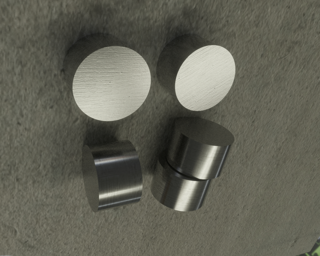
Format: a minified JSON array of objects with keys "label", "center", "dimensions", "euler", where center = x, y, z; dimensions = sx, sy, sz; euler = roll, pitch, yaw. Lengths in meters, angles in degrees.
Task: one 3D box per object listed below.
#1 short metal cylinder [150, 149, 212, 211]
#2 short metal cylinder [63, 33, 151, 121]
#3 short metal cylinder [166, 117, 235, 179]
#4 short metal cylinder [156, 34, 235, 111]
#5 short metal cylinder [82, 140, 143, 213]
[{"label":"short metal cylinder","center":[0.031,0.070,0.434],"dimensions":[0.081,0.080,0.050],"euler":[0,119,-29]},{"label":"short metal cylinder","center":[-0.057,-0.054,0.327],"dimensions":[0.081,0.050,0.079],"euler":[-14,125,-21]},{"label":"short metal cylinder","center":[0.053,0.025,0.418],"dimensions":[0.081,0.080,0.050],"euler":[0,119,-29]},{"label":"short metal cylinder","center":[0.043,-0.067,0.374],"dimensions":[0.081,0.050,0.079],"euler":[-14,125,-21]},{"label":"short metal cylinder","center":[-0.060,0.057,0.375],"dimensions":[0.050,0.080,0.079],"euler":[-7,122,-26]}]
